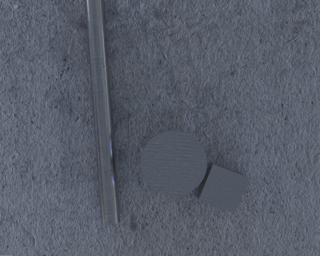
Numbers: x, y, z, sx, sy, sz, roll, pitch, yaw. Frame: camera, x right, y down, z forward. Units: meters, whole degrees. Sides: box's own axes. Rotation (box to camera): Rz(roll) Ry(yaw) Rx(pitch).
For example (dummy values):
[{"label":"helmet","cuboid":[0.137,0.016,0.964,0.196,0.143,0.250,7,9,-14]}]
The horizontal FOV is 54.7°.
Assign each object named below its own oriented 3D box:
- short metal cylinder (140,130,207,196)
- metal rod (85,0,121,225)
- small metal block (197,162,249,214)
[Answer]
[{"label":"short metal cylinder","cuboid":[0.017,0.042,0.398,0.081,0.050,0.079,0,90,0]},{"label":"metal rod","cuboid":[-0.076,-0.025,0.409,0.025,0.025,0.298,-4,90,0]},{"label":"small metal block","cuboid":[0.082,0.078,0.411,0.050,0.025,0.050,22,90,0]}]
